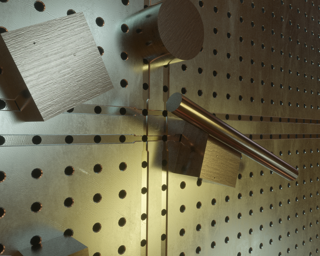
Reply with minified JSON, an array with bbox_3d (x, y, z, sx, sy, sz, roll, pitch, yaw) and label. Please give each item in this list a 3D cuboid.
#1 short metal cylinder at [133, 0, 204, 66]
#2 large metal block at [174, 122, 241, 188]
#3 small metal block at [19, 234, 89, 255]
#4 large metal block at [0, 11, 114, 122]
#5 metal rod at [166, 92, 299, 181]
[{"bbox_3d":[0.012,-0.125,0.404,0.081,0.050,0.079,0,90,-40],"label":"short metal cylinder"},{"bbox_3d":[0.074,0.039,0.458,0.080,0.050,0.080,22,76,-38],"label":"large metal block"},{"bbox_3d":[-0.105,0.132,0.307,0.050,0.050,0.025,-9,96,-40],"label":"small metal block"},{"bbox_3d":[-0.105,-0.059,0.306,0.081,0.050,0.080,-33,111,-35],"label":"large metal block"},{"bbox_3d":[0.123,0.025,0.449,0.301,0.025,0.025,27,73,-37],"label":"metal rod"}]
